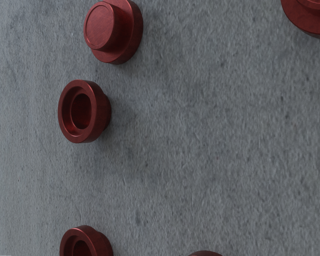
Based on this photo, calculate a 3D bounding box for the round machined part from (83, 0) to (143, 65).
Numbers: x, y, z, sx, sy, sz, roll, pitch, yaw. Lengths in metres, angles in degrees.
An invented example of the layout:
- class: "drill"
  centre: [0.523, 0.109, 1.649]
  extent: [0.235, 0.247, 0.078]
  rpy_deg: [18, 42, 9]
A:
- class: "round machined part"
  centre: [-0.074, -0.145, 0.453]
  extent: [0.098, 0.042, 0.097]
  rpy_deg: [0, 90, 39]

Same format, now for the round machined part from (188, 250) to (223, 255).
- class: "round machined part"
  centre: [0.060, 0.186, 0.343]
  extent: [0.098, 0.042, 0.097]
  rpy_deg: [0, 90, 39]

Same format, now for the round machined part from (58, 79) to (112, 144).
- class: "round machined part"
  centre: [-0.114, -0.025, 0.485]
  extent: [0.098, 0.042, 0.097]
  rpy_deg: [0, 90, 39]

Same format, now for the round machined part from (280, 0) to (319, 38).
- class: "round machined part"
  centre: [0.153, -0.130, 0.267]
  extent: [0.098, 0.042, 0.097]
  rpy_deg: [0, 90, 39]

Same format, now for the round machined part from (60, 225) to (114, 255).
- class: "round machined part"
  centre: [-0.111, 0.201, 0.482]
  extent: [0.098, 0.042, 0.097]
  rpy_deg: [0, 90, 39]
